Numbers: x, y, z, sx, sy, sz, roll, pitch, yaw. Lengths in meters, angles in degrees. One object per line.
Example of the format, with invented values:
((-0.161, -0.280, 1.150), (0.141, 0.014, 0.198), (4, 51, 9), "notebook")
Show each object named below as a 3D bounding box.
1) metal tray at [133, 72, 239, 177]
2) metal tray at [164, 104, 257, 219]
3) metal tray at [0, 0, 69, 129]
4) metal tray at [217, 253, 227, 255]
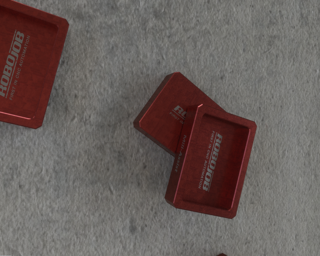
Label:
((0.041, -0.002, 0.423), (0.130, 0.030, 0.090), (38, 78, -17), "metal tray")
((0.067, 0.043, 0.399), (0.091, 0.030, 0.129), (17, 84, -20), "metal tray")
((-0.163, -0.071, 0.345), (0.091, 0.030, 0.129), (15, 85, -20), "metal tray")
((0.077, 0.257, 0.436), (0.091, 0.030, 0.129), (-16, 96, -20), "metal tray")
